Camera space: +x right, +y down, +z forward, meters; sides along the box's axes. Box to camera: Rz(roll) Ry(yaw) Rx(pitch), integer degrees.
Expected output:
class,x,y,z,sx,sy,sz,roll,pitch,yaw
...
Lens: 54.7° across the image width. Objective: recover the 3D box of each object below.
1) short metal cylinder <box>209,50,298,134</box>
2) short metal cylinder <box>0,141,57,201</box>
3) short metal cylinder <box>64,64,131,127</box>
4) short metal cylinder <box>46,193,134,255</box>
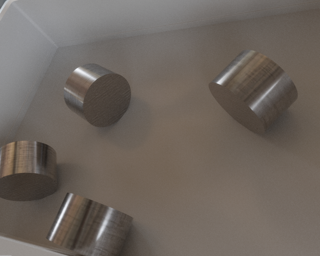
class,x,y,z,sx,sy,sz,roll,pitch,yaw
short metal cylinder,0.101,-0.039,0.341,0.050,0.080,0.080,-45,51,-3
short metal cylinder,-0.186,0.061,0.431,0.080,0.080,0.050,-25,53,13
short metal cylinder,-0.089,-0.047,0.446,0.050,0.080,0.080,30,78,37
short metal cylinder,-0.076,0.110,0.343,0.080,0.080,0.050,8,66,31
